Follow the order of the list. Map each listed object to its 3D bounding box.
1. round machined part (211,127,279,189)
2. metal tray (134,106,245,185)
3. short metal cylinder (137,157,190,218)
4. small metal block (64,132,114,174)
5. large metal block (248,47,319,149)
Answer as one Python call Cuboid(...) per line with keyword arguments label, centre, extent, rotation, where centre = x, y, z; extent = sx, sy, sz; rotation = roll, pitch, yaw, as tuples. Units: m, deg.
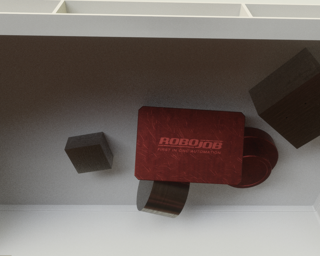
Cuboid(label="round machined part", centre=(0.119, 0.049, 0.442), extent=(0.099, 0.042, 0.097), rotation=(-1, 130, 0))
Cuboid(label="metal tray", centre=(0.036, 0.021, 0.390), extent=(0.131, 0.030, 0.089), rotation=(3, 90, -3))
Cuboid(label="short metal cylinder", centre=(0.003, 0.084, 0.445), extent=(0.050, 0.080, 0.079), rotation=(17, 128, -14))
Cuboid(label="small metal block", centre=(-0.099, 0.036, 0.438), extent=(0.050, 0.025, 0.050), rotation=(-9, 130, 7))
Cuboid(label="large metal block", centre=(0.168, -0.033, 0.368), extent=(0.080, 0.050, 0.080), rotation=(35, 122, -26))
